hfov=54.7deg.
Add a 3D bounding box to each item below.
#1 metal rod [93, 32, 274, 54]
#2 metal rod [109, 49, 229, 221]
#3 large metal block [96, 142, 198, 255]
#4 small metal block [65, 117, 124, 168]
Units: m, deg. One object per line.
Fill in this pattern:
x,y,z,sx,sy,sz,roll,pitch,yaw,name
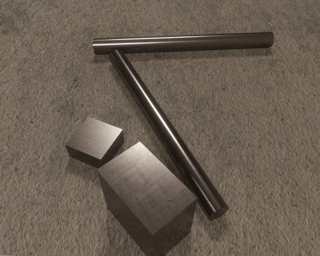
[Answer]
0.041,-0.144,0.524,0.302,0.025,0.025,-3,50,-3,metal rod
-0.004,-0.013,0.413,0.025,0.025,0.300,-21,53,-17,metal rod
-0.013,0.074,0.305,0.050,0.080,0.080,-33,58,-25,large metal block
-0.080,0.019,0.386,0.050,0.025,0.050,20,53,16,small metal block
